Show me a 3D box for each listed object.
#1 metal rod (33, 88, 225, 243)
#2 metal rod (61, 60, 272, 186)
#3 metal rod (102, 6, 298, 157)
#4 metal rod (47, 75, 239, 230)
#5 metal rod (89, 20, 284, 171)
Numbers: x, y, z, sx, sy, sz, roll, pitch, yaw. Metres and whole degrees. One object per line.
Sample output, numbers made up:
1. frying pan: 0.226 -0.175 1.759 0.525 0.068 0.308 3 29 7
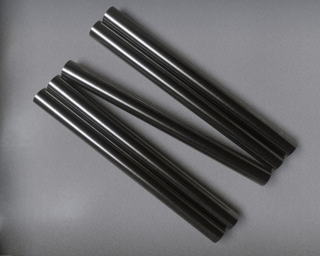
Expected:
1. metal rod: -0.040 0.049 0.410 0.300 0.025 0.025 38 90 0
2. metal rod: 0.009 -0.006 0.410 0.301 0.025 0.025 29 90 0
3. metal rod: 0.053 -0.061 0.410 0.301 0.025 0.025 36 90 0
4. metal rod: -0.022 0.032 0.410 0.300 0.025 0.025 38 90 0
5. metal rod: 0.036 -0.042 0.410 0.301 0.025 0.025 36 90 0
